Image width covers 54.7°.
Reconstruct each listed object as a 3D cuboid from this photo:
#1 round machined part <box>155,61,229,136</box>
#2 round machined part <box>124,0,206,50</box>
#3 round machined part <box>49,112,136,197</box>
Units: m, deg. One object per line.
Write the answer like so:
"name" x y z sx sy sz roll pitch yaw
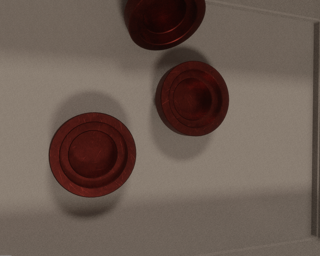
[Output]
"round machined part" 0.040 -0.038 0.417 0.099 0.042 0.097 0 90 -21
"round machined part" 0.003 -0.146 0.383 0.099 0.097 0.042 -11 61 -20
"round machined part" -0.082 0.030 0.372 0.099 0.042 0.097 0 90 -21
